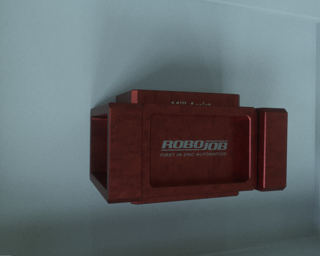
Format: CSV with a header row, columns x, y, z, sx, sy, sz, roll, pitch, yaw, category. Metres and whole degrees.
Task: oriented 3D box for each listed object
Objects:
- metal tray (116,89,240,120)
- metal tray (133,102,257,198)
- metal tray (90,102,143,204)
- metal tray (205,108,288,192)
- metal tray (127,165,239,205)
x,y,z,sx,sy,sz,roll,pitch,yaw,category
0.019,-0.025,0.380,0.131,0.090,0.030,0,91,-20,metal tray
0.039,0.021,0.324,0.131,0.030,0.089,1,89,-20,metal tray
-0.052,0.021,0.334,0.030,0.130,0.089,1,91,-20,metal tray
0.101,0.022,0.389,0.030,0.130,0.089,1,90,-20,metal tray
0.018,0.064,0.379,0.131,0.090,0.030,0,90,-20,metal tray
